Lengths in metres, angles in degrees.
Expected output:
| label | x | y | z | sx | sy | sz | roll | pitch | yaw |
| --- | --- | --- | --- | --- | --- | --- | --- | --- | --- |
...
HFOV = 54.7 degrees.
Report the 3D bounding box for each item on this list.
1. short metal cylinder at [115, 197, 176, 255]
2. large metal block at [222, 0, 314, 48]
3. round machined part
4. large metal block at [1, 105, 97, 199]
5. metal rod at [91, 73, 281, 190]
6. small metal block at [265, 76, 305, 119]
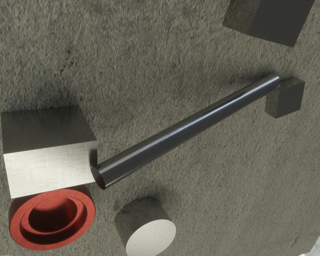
| label | x | y | z | sx | sy | sz | roll | pitch | yaw |
| --- | --- | --- | --- | --- | --- | --- | --- | --- | --- |
| short metal cylinder | -0.023 | 0.153 | 0.475 | 0.081 | 0.050 | 0.079 | -14 | 125 | -21 |
| large metal block | 0.134 | -0.150 | 0.373 | 0.081 | 0.050 | 0.079 | 3 | 117 | -30 |
| round machined part | -0.134 | 0.101 | 0.386 | 0.099 | 0.042 | 0.097 | -14 | 125 | -21 |
| large metal block | -0.115 | 0.019 | 0.321 | 0.081 | 0.080 | 0.050 | -8 | 122 | -25 |
| metal rod | 0.054 | -0.010 | 0.379 | 0.302 | 0.025 | 0.025 | -27 | 130 | -32 |
| small metal block | 0.196 | -0.048 | 0.487 | 0.050 | 0.025 | 0.050 | -19 | 126 | -18 |
